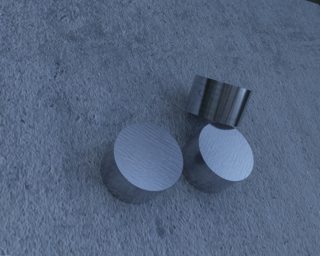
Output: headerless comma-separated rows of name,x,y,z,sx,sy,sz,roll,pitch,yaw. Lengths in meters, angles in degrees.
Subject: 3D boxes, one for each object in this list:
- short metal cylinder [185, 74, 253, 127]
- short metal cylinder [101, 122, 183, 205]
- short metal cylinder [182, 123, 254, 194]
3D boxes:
short metal cylinder,0.080,-0.038,0.427,0.080,0.050,0.080,16,11,-3
short metal cylinder,-0.021,0.041,0.352,0.081,0.050,0.080,14,56,-21
short metal cylinder,0.073,0.039,0.403,0.081,0.050,0.080,14,56,-21
